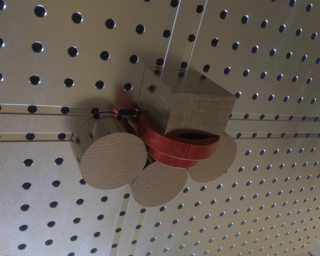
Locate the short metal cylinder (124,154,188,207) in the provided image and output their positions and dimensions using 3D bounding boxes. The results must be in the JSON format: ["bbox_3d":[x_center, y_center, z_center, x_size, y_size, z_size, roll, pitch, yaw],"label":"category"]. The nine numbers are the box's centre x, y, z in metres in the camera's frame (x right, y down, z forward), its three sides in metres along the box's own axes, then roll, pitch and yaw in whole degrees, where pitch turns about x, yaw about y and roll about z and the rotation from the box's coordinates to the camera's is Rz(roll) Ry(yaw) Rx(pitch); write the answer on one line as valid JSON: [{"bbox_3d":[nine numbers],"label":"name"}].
[{"bbox_3d":[-0.009,0.061,0.428,0.081,0.050,0.079,-14,124,-21],"label":"short metal cylinder"}]

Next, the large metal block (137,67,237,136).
[{"bbox_3d":[0.029,-0.033,0.371,0.081,0.080,0.050,1,118,-29],"label":"large metal block"}]

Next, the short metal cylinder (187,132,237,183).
[{"bbox_3d":[0.064,0.032,0.450,0.081,0.050,0.079,-14,124,-21],"label":"short metal cylinder"}]

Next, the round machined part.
[{"bbox_3d":[0.020,0.014,0.381,0.099,0.098,0.042,2,117,-29],"label":"round machined part"}]

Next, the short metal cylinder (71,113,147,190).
[{"bbox_3d":[-0.062,0.028,0.379,0.081,0.050,0.079,-14,124,-21],"label":"short metal cylinder"}]
